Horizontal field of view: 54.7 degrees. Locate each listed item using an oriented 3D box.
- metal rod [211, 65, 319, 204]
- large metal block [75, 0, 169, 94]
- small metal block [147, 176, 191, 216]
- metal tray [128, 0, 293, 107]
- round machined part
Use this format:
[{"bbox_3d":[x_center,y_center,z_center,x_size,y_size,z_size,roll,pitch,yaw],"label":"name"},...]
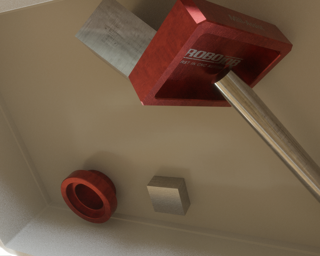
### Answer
[{"bbox_3d":[0.161,0.052,0.329,0.300,0.025,0.025,45,129,-14],"label":"metal rod"},{"bbox_3d":[-0.031,-0.081,0.329,0.080,0.080,0.050,38,91,2],"label":"large metal block"},{"bbox_3d":[0.014,0.101,0.462,0.050,0.025,0.050,0,118,28],"label":"small metal block"},{"bbox_3d":[0.048,-0.059,0.280,0.089,0.131,0.030,-50,56,38],"label":"metal tray"},{"bbox_3d":[-0.114,0.110,0.524,0.098,0.042,0.097,13,124,20],"label":"round machined part"}]
